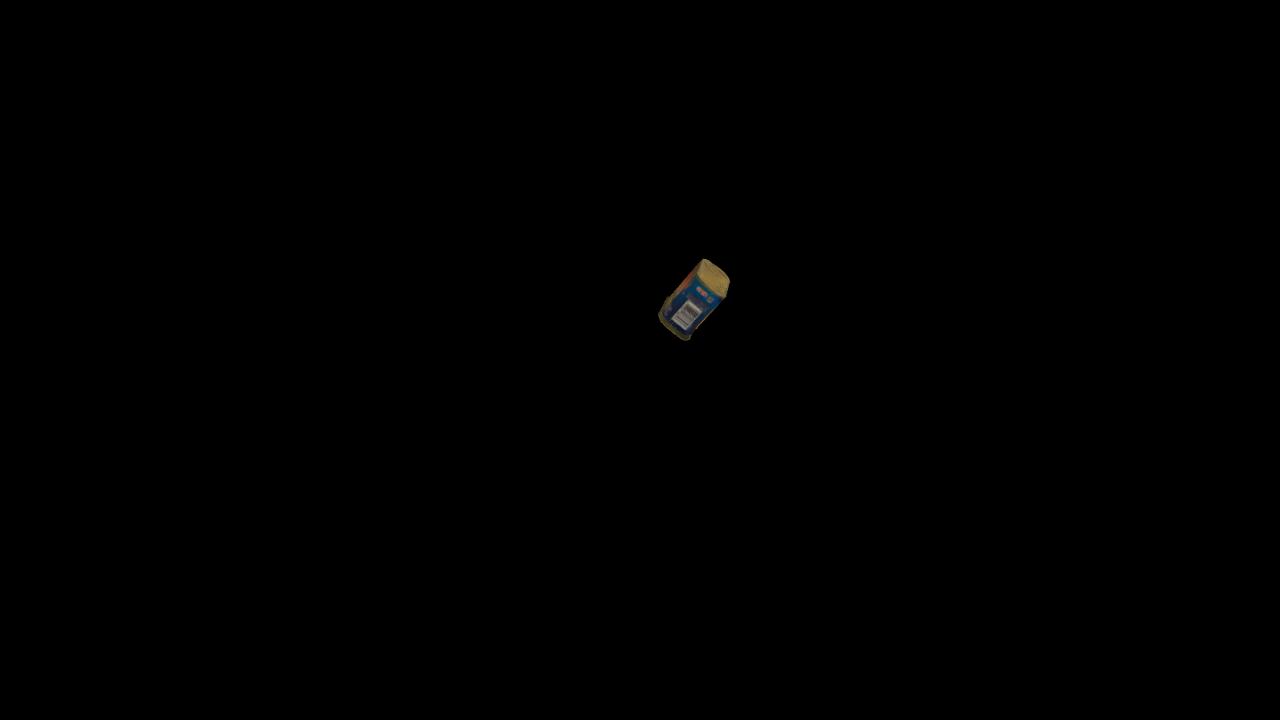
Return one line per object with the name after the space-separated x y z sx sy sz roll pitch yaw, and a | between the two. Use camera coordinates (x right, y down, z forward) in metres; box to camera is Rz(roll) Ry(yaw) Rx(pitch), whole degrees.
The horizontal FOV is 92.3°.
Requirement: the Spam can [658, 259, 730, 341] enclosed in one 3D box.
0.079 -0.088 0.871 0.058 0.085 0.101 39 28 -7 | Spam can
